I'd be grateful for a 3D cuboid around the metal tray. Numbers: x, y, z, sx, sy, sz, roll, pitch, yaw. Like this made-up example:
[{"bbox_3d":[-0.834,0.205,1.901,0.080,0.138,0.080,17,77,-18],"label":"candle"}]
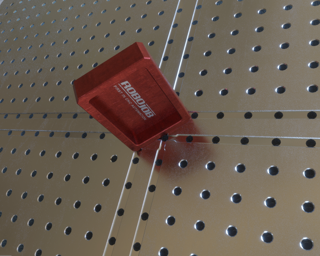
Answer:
[{"bbox_3d":[-0.028,-0.030,0.372,0.090,0.130,0.030,-31,52,8],"label":"metal tray"}]
